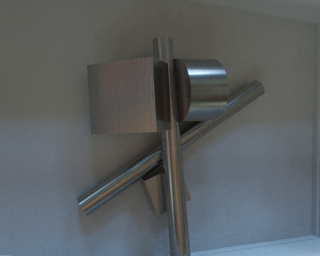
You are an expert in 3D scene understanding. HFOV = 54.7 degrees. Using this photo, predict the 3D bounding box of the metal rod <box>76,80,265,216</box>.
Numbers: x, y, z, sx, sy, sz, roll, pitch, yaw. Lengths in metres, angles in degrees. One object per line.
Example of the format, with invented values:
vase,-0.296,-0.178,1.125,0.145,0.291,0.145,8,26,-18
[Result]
metal rod,0.027,0.018,0.419,0.302,0.025,0.025,-33,101,-17

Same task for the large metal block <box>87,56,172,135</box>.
large metal block,-0.035,-0.035,0.363,0.080,0.050,0.079,-3,91,20

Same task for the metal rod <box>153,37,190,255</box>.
metal rod,0.016,0.038,0.388,0.025,0.025,0.298,-5,91,-20

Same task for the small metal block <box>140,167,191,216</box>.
small metal block,0.007,0.081,0.413,0.050,0.025,0.050,-23,98,-19

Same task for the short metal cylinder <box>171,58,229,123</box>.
short metal cylinder,0.044,-0.048,0.396,0.050,0.080,0.079,-5,92,-22
